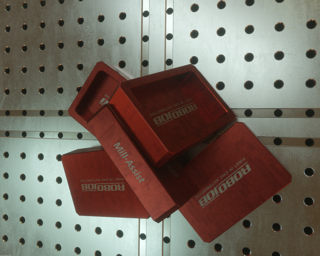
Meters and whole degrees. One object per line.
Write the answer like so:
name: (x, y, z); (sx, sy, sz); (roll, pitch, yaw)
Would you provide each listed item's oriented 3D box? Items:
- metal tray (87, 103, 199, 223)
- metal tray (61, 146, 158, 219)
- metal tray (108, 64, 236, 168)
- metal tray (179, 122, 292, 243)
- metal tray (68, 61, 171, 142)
metal tray: (-0.015, 0.034, 0.350); (0.030, 0.090, 0.130); (-40, 78, 15)
metal tray: (-0.066, 0.069, 0.407); (0.130, 0.030, 0.089); (-9, 98, 34)
metal tray: (0.019, -0.021, 0.350); (0.090, 0.131, 0.030); (53, 134, 12)
metal tray: (0.079, 0.065, 0.380); (0.130, 0.030, 0.090); (-43, 77, 14)
metal tray: (-0.054, -0.020, 0.427); (0.130, 0.030, 0.090); (38, 102, 15)
